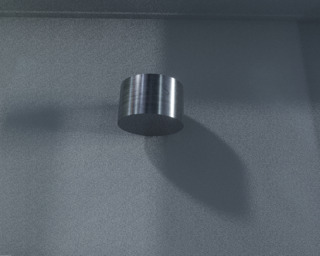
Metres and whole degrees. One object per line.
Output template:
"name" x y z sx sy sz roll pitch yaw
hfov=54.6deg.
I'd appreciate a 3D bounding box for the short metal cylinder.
"short metal cylinder" -0.011 -0.026 0.387 0.080 0.080 0.050 2 70 1
